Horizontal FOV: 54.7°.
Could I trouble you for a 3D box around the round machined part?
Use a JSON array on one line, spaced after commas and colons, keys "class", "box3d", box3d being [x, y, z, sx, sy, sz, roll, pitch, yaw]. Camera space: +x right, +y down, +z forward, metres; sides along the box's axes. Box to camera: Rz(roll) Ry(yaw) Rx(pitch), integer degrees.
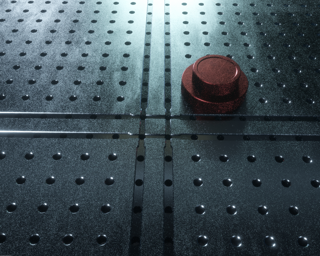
[{"class": "round machined part", "box3d": [0.082, -0.071, 0.458, 0.099, 0.042, 0.098, 0, 50, 0]}]
